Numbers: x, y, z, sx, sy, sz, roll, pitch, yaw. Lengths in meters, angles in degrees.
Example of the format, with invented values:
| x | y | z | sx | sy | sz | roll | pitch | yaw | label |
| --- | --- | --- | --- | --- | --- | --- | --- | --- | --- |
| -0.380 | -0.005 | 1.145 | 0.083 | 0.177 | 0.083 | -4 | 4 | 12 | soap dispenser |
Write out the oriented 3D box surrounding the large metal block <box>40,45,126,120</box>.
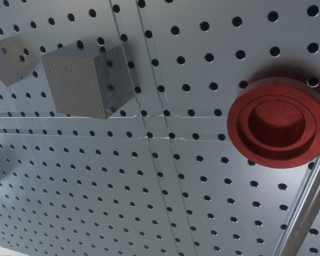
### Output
| x | y | z | sx | sy | sz | roll | pitch | yaw | label |
| --- | --- | --- | --- | --- | --- | --- | --- | --- | --- |
| -0.098 | -0.062 | 0.409 | 0.080 | 0.050 | 0.079 | 8 | 122 | 24 | large metal block |

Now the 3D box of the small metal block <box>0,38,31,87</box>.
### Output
| x | y | z | sx | sy | sz | roll | pitch | yaw | label |
| --- | --- | --- | --- | --- | --- | --- | --- | --- | --- |
| -0.234 | -0.100 | 0.473 | 0.050 | 0.025 | 0.050 | 49 | 129 | -6 | small metal block |

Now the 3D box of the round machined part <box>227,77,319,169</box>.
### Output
| x | y | z | sx | sy | sz | roll | pitch | yaw | label |
| --- | --- | --- | --- | --- | --- | --- | --- | --- | --- |
| 0.125 | -0.008 | 0.329 | 0.098 | 0.042 | 0.097 | 13 | 124 | 21 | round machined part |

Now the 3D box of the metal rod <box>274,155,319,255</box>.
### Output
| x | y | z | sx | sy | sz | roll | pitch | yaw | label |
| --- | --- | --- | --- | --- | --- | --- | --- | --- | --- |
| 0.178 | 0.115 | 0.388 | 0.025 | 0.025 | 0.298 | 17 | 125 | 18 | metal rod |
